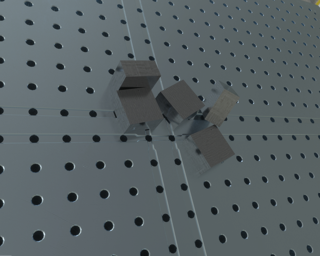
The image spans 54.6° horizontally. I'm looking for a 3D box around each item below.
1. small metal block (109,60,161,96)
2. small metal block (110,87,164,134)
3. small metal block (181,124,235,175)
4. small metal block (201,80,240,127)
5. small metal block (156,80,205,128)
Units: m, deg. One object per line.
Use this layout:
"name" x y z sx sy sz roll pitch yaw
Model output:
"small metal block" -0.034 -0.064 0.412 0.050 0.050 0.025 -7 65 -31
"small metal block" -0.030 -0.024 0.406 0.050 0.025 0.050 -11 68 -33
"small metal block" 0.066 0.028 0.426 0.050 0.025 0.050 -21 73 -36
"small metal block" 0.085 -0.036 0.447 0.025 0.050 0.050 27 20 -11
"small metal block" 0.028 -0.035 0.444 0.050 0.025 0.050 -33 80 -38
